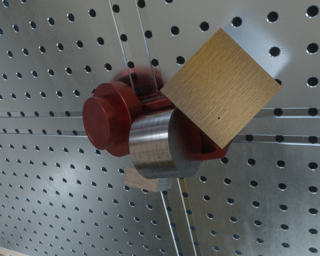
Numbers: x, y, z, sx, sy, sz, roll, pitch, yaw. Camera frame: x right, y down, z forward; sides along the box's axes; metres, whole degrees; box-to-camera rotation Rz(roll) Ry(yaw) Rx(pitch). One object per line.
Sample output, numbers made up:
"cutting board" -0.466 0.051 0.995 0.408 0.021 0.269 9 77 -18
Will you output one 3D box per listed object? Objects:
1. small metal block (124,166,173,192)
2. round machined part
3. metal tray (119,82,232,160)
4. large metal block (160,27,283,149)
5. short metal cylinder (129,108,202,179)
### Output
"small metal block" -0.015 0.071 0.439 0.050 0.050 0.025 8 88 25
"round machined part" -0.065 -0.009 0.400 0.098 0.042 0.097 21 119 46
"metal tray" 0.014 0.001 0.398 0.130 0.030 0.090 -12 113 33
"large metal block" 0.057 -0.038 0.311 0.080 0.050 0.080 43 92 -3
"short metal cylinder" 0.009 0.019 0.362 0.050 0.080 0.080 -10 114 31
